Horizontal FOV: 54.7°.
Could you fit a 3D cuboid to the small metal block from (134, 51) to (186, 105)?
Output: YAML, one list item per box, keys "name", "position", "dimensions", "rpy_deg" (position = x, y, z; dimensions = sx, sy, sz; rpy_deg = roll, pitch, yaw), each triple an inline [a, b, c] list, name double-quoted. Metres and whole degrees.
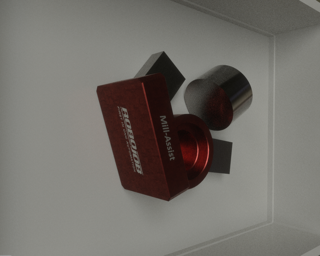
- name: "small metal block"
  position: [-0.001, -0.063, 0.406]
  dimensions: [0.050, 0.025, 0.050]
  rpy_deg: [47, 62, -28]

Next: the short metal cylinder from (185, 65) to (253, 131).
- name: "short metal cylinder"
  position: [0.083, -0.043, 0.440]
  dimensions: [0.050, 0.080, 0.080]
  rpy_deg: [-36, 113, -34]

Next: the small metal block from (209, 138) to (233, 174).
- name: "small metal block"
  position: [0.084, 0.043, 0.477]
  dimensions: [0.050, 0.025, 0.050]
  rpy_deg: [12, 82, -38]

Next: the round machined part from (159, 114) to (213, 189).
- name: "round machined part"
  position: [0.023, 0.030, 0.413]
  dimensions: [0.099, 0.042, 0.097]
  rpy_deg: [0, 90, -40]

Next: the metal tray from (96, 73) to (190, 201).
- name: "metal tray"
  position: [-0.021, 0.010, 0.346]
  dimensions: [0.030, 0.090, 0.129]
  rpy_deg: [-22, 104, -38]
